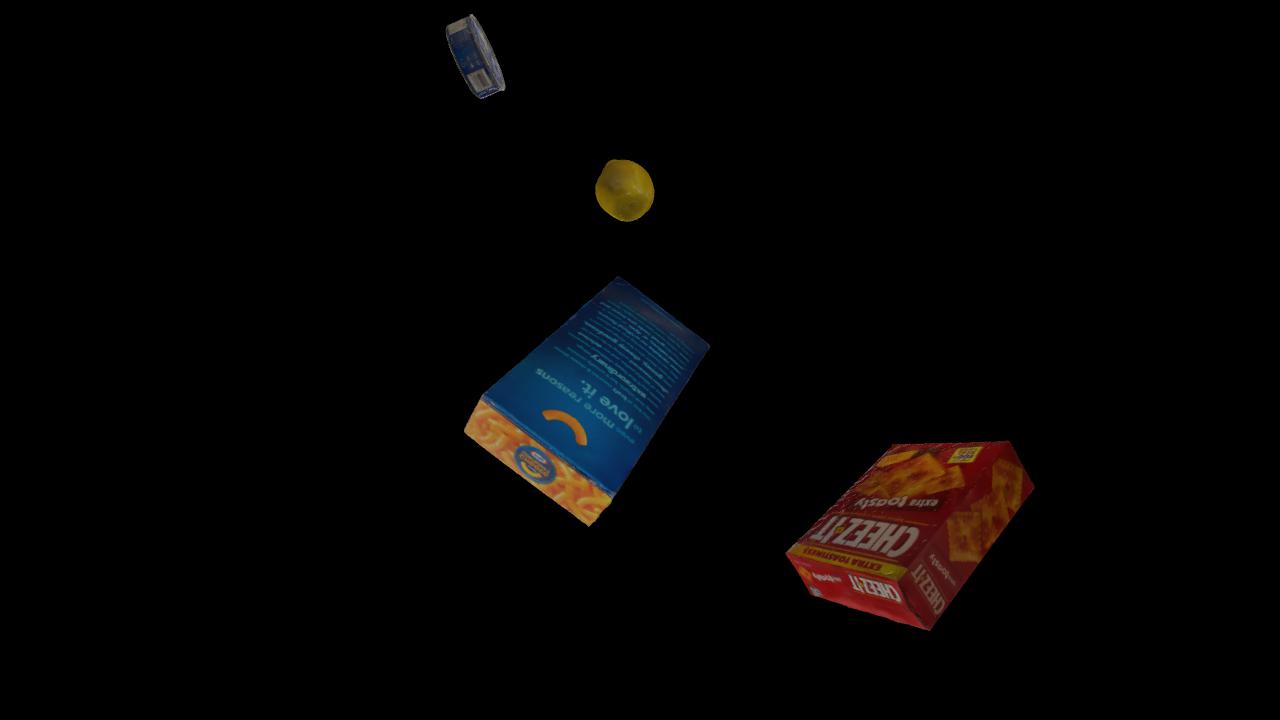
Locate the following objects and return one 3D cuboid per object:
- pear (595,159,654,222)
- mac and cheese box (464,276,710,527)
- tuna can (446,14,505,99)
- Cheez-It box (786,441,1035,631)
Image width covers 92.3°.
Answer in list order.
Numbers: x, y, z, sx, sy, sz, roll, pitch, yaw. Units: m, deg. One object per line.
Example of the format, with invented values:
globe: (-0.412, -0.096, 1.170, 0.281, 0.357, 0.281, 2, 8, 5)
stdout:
pear: (-0.026, -0.240, 0.816, 0.080, 0.111, 0.080, -17, -30, -10)
mac and cheese box: (-0.023, 0.015, 0.409, 0.093, 0.041, 0.184, 38, 36, 1)
tuna can: (-0.189, -0.349, 0.711, 0.034, 0.084, 0.084, -20, -2, 6)
Cheez-It box: (0.295, 0.180, 0.681, 0.223, 0.071, 0.166, -36, 7, -25)
